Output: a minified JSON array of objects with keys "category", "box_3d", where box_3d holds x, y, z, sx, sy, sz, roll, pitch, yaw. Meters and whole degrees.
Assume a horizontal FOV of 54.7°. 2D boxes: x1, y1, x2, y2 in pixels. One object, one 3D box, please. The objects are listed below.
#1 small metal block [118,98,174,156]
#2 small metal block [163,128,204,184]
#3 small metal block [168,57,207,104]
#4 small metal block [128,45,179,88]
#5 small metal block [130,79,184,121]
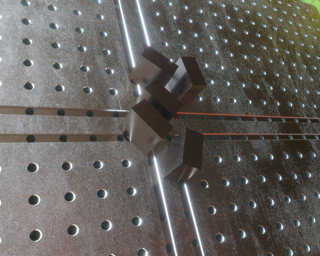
[{"category":"small metal block","box_3d":[-0.019,0.000,0.383,0.050,0.050,0.025,45,51,3]},{"category":"small metal block","box_3d":[0.029,0.036,0.388,0.025,0.050,0.050,21,54,-16]},{"category":"small metal block","box_3d":[0.037,-0.069,0.456,0.025,0.050,0.050,-5,65,-31]},{"category":"small metal block","box_3d":[-0.010,-0.079,0.437,0.050,0.050,0.025,34,51,-7]},{"category":"small metal block","box_3d":[-0.005,-0.028,0.408,0.050,0.050,0.025,42,51,0]}]
